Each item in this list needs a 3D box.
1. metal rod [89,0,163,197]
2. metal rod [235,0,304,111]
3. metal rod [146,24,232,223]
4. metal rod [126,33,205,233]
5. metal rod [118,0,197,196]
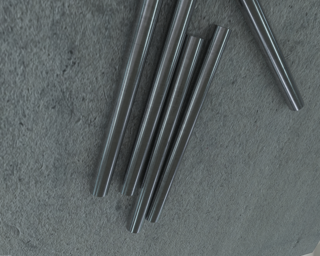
[{"bbox_3d":[-0.038,-0.046,0.356,0.025,0.025,0.298,4,116,-31],"label":"metal rod"},{"bbox_3d":[0.138,-0.119,0.408,0.025,0.025,0.300,-44,129,2],"label":"metal rod"},{"bbox_3d":[0.031,0.009,0.428,0.025,0.025,0.298,4,116,-31],"label":"metal rod"},{"bbox_3d":[0.000,0.023,0.420,0.025,0.025,0.298,3,117,-30],"label":"metal rod"},{"bbox_3d":[-0.004,-0.043,0.377,0.025,0.025,0.298,4,117,-30],"label":"metal rod"}]
